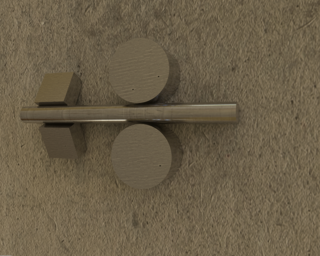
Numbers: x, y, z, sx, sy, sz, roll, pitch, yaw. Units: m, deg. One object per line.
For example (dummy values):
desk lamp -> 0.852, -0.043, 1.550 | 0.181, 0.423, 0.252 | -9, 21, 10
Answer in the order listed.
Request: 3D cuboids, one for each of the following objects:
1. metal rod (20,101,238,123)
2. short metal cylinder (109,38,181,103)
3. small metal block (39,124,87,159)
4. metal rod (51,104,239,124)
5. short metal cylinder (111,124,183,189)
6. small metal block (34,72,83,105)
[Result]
metal rod -> -0.054, -0.019, 0.403 | 0.301, 0.025, 0.025 | 0, 90, 20
short metal cylinder -> -0.018, -0.071, 0.403 | 0.080, 0.050, 0.079 | 0, 90, 20
small metal block -> -0.139, 0.016, 0.449 | 0.050, 0.025, 0.050 | 1, 117, 19
metal rod -> -0.046, -0.018, 0.426 | 0.301, 0.025, 0.025 | 0, 90, 19
short metal cylinder -> -0.015, 0.035, 0.402 | 0.080, 0.050, 0.079 | 0, 90, 20
small metal block -> -0.147, -0.053, 0.452 | 0.050, 0.025, 0.050 | 0, 63, 20
